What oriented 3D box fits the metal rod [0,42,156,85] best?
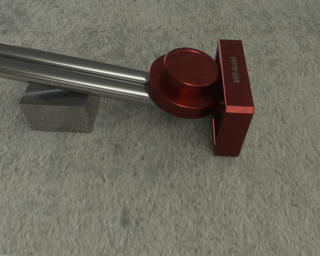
[{"bbox_3d":[-0.064,-0.070,0.404,0.302,0.025,0.025,10,50,-9],"label":"metal rod"}]

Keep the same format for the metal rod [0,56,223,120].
[{"bbox_3d":[-0.066,-0.050,0.387,0.302,0.025,0.025,10,50,-8],"label":"metal rod"}]

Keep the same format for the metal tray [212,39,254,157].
[{"bbox_3d":[0.087,-0.040,0.396,0.030,0.089,0.130,3,50,2],"label":"metal tray"}]

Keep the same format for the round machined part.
[{"bbox_3d":[0.035,-0.062,0.383,0.099,0.042,0.098,7,52,-9],"label":"round machined part"}]

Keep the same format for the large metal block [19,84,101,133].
[{"bbox_3d":[-0.128,-0.042,0.417,0.080,0.050,0.080,3,50,2],"label":"large metal block"}]
